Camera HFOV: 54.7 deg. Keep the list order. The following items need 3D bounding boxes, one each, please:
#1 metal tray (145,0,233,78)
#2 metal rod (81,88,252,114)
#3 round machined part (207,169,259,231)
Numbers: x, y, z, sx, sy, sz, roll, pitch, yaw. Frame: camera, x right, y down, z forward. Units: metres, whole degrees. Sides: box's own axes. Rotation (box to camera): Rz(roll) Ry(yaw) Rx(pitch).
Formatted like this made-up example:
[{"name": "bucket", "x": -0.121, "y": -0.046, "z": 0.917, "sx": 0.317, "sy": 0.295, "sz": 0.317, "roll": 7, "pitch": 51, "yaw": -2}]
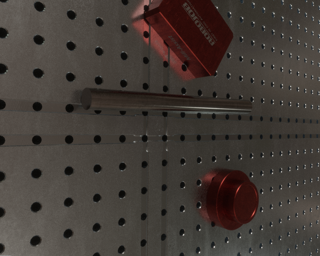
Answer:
[{"name": "metal tray", "x": 0.048, "y": -0.147, "z": 0.448, "sx": 0.130, "sy": 0.030, "sz": 0.090, "roll": 43, "pitch": 64, "yaw": -32}, {"name": "metal rod", "x": 0.034, "y": -0.034, "z": 0.439, "sx": 0.302, "sy": 0.025, "sz": 0.025, "roll": -1, "pitch": 91, "yaw": -40}, {"name": "round machined part", "x": 0.125, "y": 0.118, "z": 0.506, "sx": 0.099, "sy": 0.042, "sz": 0.097, "roll": 0, "pitch": 90, "yaw": -40}]
